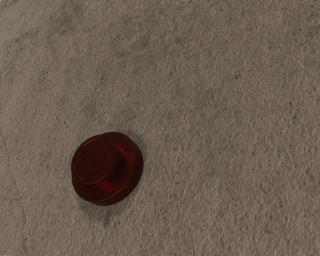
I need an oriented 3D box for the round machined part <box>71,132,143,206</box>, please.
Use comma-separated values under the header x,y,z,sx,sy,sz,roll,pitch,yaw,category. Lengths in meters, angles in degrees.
x,y,z,sx,sy,sz,roll,pitch,yaw,category
-0.075,0.047,0.402,0.098,0.042,0.098,-13,56,20,round machined part
